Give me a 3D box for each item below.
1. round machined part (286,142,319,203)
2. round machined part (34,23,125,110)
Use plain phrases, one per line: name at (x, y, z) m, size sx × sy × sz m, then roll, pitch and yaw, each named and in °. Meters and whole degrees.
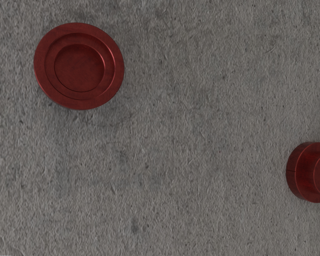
round machined part at (0.255, 0.071, 0.494) m, size 0.099 × 0.042 × 0.097 m, roll 0°, pitch 90°, yaw -20°
round machined part at (-0.095, -0.069, 0.365) m, size 0.099 × 0.042 × 0.097 m, roll 0°, pitch 90°, yaw -20°
